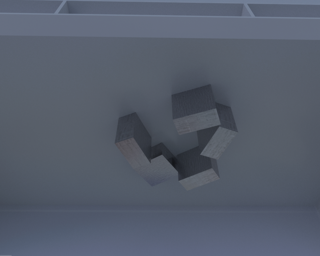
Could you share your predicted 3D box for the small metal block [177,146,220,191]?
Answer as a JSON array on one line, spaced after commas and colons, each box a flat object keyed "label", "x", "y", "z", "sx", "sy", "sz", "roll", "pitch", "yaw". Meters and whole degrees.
[{"label": "small metal block", "x": 0.053, "y": 0.054, "z": 0.439, "sx": 0.050, "sy": 0.050, "sz": 0.025, "roll": -25, "pitch": 126, "yaw": 19}]

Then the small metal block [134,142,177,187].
[{"label": "small metal block", "x": -0.005, "y": 0.055, "z": 0.455, "sx": 0.050, "sy": 0.025, "sz": 0.050, "roll": -26, "pitch": 126, "yaw": 20}]

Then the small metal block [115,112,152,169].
[{"label": "small metal block", "x": -0.033, "y": 0.016, "z": 0.406, "sx": 0.025, "sy": 0.050, "sz": 0.050, "roll": -18, "pitch": 128, "yaw": 15}]

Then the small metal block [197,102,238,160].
[{"label": "small metal block", "x": 0.071, "y": 0.003, "z": 0.396, "sx": 0.025, "sy": 0.050, "sz": 0.050, "roll": 17, "pitch": 128, "yaw": -14}]

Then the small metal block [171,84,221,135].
[{"label": "small metal block", "x": 0.042, "y": -0.023, "z": 0.374, "sx": 0.050, "sy": 0.050, "sz": 0.025, "roll": -15, "pitch": 129, "yaw": 12}]
